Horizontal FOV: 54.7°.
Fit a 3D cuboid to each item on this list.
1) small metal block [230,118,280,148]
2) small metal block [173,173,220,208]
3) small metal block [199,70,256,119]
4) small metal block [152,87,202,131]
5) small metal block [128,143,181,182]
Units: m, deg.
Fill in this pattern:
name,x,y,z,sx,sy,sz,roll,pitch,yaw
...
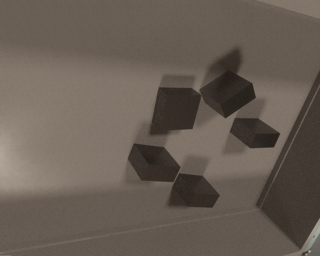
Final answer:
name,x,y,z,sx,sy,sz,roll,pitch,yaw
small metal block,0.146,0.007,0.480,0.050,0.050,0.025,0,118,-29
small metal block,0.056,0.098,0.486,0.050,0.050,0.025,12,112,-34
small metal block,0.090,-0.046,0.415,0.050,0.050,0.025,-34,129,-7
small metal block,0.021,-0.025,0.407,0.050,0.025,0.050,-3,120,-28
small metal block,-0.009,0.047,0.419,0.050,0.050,0.025,9,114,-33
